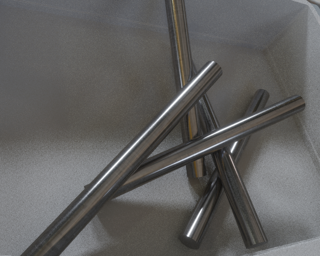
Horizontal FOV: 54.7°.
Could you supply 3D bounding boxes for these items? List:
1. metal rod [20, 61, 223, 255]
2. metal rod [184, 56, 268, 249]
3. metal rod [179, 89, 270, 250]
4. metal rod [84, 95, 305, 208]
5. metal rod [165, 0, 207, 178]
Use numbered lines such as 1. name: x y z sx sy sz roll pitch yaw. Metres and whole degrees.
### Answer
1. metal rod: -0.026 0.026 0.324 0.025 0.025 0.301 43 65 1
2. metal rod: 0.071 0.006 0.416 0.025 0.025 0.299 3 53 -27
3. metal rod: 0.104 0.035 0.439 0.025 0.025 0.301 39 51 -2
4. metal rod: 0.057 0.019 0.374 0.302 0.025 0.025 -22 73 -20
5. metal rod: 0.028 -0.087 0.395 0.025 0.025 0.298 -8 90 -32
